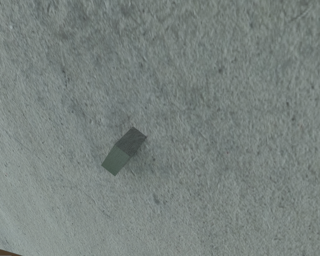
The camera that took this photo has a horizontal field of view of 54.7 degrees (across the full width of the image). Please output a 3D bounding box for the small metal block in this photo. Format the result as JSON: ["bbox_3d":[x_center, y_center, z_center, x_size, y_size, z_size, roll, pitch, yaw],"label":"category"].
[{"bbox_3d":[-0.050,0.033,0.436,0.025,0.050,0.050,39,129,2],"label":"small metal block"}]
